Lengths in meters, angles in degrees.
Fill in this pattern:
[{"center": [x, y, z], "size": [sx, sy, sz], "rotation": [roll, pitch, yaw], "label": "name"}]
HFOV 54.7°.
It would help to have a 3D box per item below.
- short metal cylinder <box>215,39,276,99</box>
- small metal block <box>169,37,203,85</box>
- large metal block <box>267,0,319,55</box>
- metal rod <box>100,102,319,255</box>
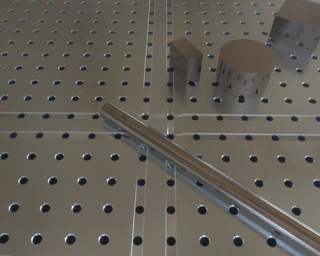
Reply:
[{"center": [0.127, -0.090, 0.468], "size": [0.081, 0.050, 0.080], "rotation": [0, 50, 0], "label": "short metal cylinder"}, {"center": [0.039, -0.103, 0.478], "size": [0.025, 0.050, 0.050], "rotation": [-25, 54, -19], "label": "small metal block"}, {"center": [0.248, -0.182, 0.546], "size": [0.080, 0.050, 0.080], "rotation": [25, 54, 19], "label": "large metal block"}, {"center": [0.044, 0.047, 0.367], "size": [0.300, 0.025, 0.025], "rotation": [32, 57, 24], "label": "metal rod"}]
